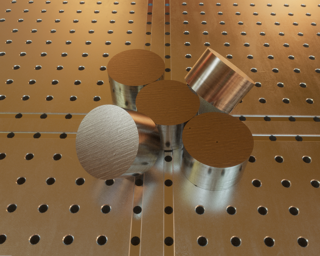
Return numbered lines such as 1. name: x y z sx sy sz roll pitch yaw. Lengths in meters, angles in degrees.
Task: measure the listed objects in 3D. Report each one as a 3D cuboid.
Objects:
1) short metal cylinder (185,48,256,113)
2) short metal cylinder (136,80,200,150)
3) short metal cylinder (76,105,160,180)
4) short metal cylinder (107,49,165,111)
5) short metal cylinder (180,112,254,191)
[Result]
1. short metal cylinder: 0.081 -0.065 0.420 0.080 0.050 0.080 32 21 -14
2. short metal cylinder: 0.010 -0.018 0.406 0.081 0.050 0.080 0 50 0
3. short metal cylinder: -0.047 0.017 0.350 0.080 0.050 0.080 -3 84 25
4. short metal cylinder: -0.033 -0.070 0.449 0.081 0.050 0.080 0 50 0
5. short metal cylinder: 0.065 0.027 0.369 0.081 0.050 0.080 0 50 0
